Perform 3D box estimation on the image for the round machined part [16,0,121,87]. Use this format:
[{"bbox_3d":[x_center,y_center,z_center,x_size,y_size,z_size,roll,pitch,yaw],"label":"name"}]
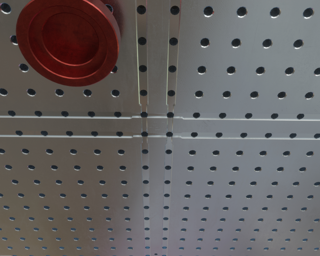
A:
[{"bbox_3d":[-0.090,-0.095,0.319,0.099,0.042,0.097,0,130,0],"label":"round machined part"}]
